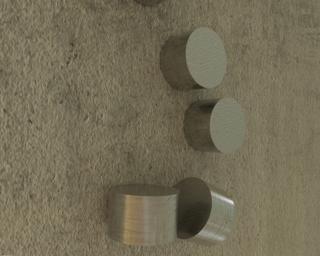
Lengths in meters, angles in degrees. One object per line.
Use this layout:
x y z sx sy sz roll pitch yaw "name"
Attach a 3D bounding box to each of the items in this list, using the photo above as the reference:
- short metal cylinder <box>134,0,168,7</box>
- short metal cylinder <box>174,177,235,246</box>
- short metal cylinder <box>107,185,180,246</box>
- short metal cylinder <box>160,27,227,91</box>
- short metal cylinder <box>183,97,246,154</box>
-0.005 -0.198 0.383 0.081 0.050 0.080 0 90 -40 "short metal cylinder"
0.052 0.111 0.412 0.050 0.080 0.080 30 71 -36 "short metal cylinder"
-0.019 0.095 0.353 0.081 0.080 0.050 4 88 -40 "short metal cylinder"
0.047 -0.093 0.427 0.081 0.050 0.080 0 90 -40 "short metal cylinder"
0.081 -0.004 0.456 0.081 0.050 0.080 0 90 -40 "short metal cylinder"
